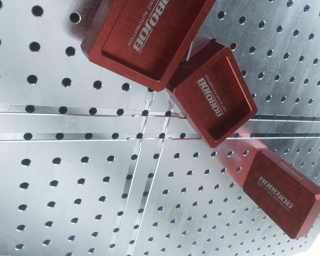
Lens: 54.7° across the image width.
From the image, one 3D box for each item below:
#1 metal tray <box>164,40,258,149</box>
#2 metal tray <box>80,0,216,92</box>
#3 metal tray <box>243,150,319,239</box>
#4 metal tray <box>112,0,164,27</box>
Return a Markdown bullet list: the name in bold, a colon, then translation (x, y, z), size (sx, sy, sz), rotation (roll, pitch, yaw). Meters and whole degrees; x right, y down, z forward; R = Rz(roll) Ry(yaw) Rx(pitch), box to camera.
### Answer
- **metal tray**: translation (0.074, -0.041, 0.424), size (0.090, 0.030, 0.130), rotation (-40, 130, -1)
- **metal tray**: translation (-0.006, -0.109, 0.298), size (0.091, 0.030, 0.129), rotation (21, 107, -36)
- **metal tray**: translation (0.205, 0.109, 0.526), size (0.030, 0.130, 0.089), rotation (-2, 119, -28)
- **metal tray**: translation (-0.014, -0.175, 0.293), size (0.130, 0.030, 0.090), rotation (-49, 129, 6)
